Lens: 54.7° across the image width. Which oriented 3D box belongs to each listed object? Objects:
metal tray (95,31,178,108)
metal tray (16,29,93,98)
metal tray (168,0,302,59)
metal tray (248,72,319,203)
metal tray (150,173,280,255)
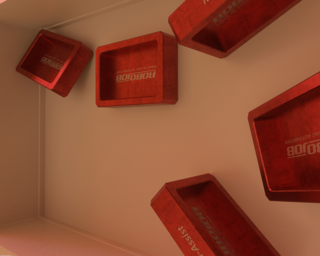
[{"bbox_3d":[-0.037,-0.075,0.431,0.130,0.030,0.089,0,90,39],"label":"metal tray"},{"bbox_3d":[-0.184,-0.114,0.530,0.130,0.030,0.090,26,84,36],"label":"metal tray"},{"bbox_3d":[0.083,-0.123,0.294,0.130,0.091,0.030,-35,69,34],"label":"metal tray"},{"bbox_3d":[0.122,0.013,0.251,0.130,0.030,0.090,129,132,-74],"label":"metal tray"},{"bbox_3d":[0.060,0.109,0.313,0.130,0.091,0.030,51,120,27],"label":"metal tray"}]
